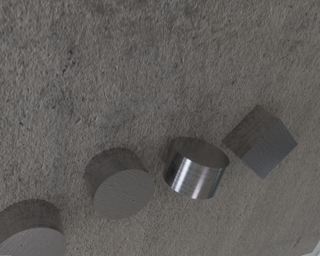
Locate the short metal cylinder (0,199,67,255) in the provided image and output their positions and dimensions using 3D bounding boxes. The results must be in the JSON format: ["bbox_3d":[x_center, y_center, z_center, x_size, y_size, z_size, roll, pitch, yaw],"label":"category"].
[{"bbox_3d":[-0.163,0.137,0.386,0.081,0.050,0.079,-14,124,-21],"label":"short metal cylinder"}]

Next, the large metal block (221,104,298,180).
[{"bbox_3d":[0.159,0.024,0.492,0.080,0.050,0.080,-47,129,5],"label":"large metal block"}]

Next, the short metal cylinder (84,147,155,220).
[{"bbox_3d":[-0.054,0.072,0.406,0.081,0.050,0.079,-14,124,-21],"label":"short metal cylinder"}]

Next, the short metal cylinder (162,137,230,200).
[{"bbox_3d":[0.049,0.054,0.432,0.081,0.080,0.050,5,116,-31],"label":"short metal cylinder"}]
